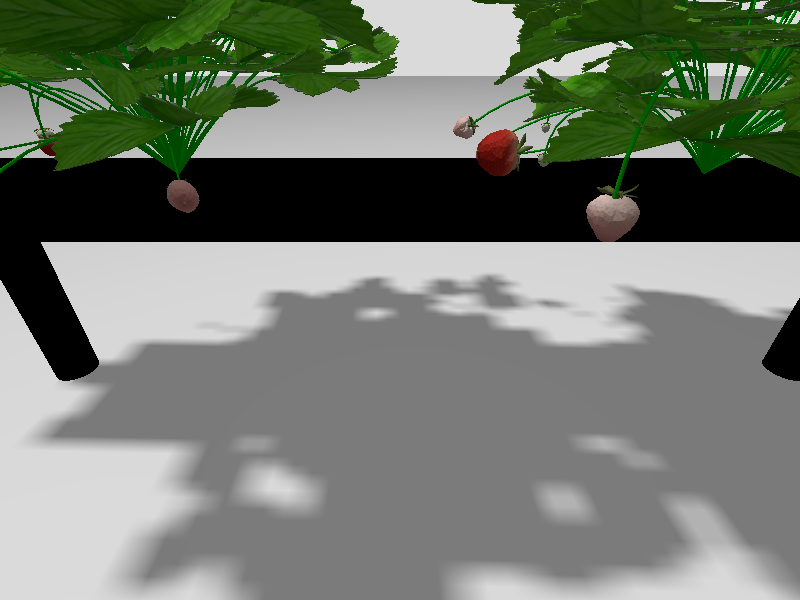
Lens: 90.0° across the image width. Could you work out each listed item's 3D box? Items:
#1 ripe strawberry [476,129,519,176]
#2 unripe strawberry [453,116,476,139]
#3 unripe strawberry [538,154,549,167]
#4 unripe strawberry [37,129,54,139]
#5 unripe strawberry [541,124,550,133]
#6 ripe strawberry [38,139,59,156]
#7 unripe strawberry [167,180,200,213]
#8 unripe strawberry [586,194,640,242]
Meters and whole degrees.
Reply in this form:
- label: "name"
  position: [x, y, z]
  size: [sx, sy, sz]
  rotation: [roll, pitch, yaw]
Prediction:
- label: "ripe strawberry"
  position: [0.079, -0.120, 0.326]
  size: [0.034, 0.035, 0.031]
  rotation: [-2, 31, -2]
- label: "unripe strawberry"
  position: [0.077, -0.208, 0.484]
  size: [0.028, 0.025, 0.026]
  rotation: [-28, 20, -39]
- label: "unripe strawberry"
  position: [0.117, -0.113, 0.325]
  size: [0.010, 0.010, 0.009]
  rotation: [-2, 31, -4]
- label: "unripe strawberry"
  position: [-0.387, -0.178, 0.438]
  size: [0.013, 0.015, 0.015]
  rotation: [17, 35, 26]
- label: "unripe strawberry"
  position: [0.179, -0.211, 0.492]
  size: [0.011, 0.010, 0.010]
  rotation: [-13, 33, -21]
- label: "ripe strawberry"
  position: [-0.341, -0.149, 0.391]
  size: [0.016, 0.016, 0.018]
  rotation: [12, 33, 19]
- label: "unripe strawberry"
  position: [-0.133, -0.063, 0.246]
  size: [0.017, 0.020, 0.019]
  rotation: [-15, 39, -24]
- label: "unripe strawberry"
  position: [0.109, -0.042, 0.208]
  size: [0.021, 0.025, 0.025]
  rotation: [-27, 40, -37]
